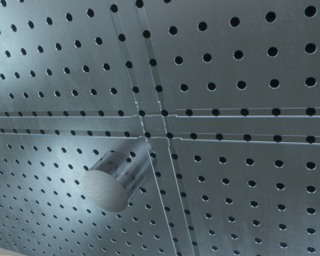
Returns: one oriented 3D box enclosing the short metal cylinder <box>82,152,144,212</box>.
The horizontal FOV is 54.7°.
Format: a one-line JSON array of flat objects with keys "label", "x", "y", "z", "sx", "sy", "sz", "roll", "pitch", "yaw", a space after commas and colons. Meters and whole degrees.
[{"label": "short metal cylinder", "x": -0.073, "y": 0.084, "z": 0.484, "sx": 0.080, "sy": 0.050, "sz": 0.079, "roll": 13, "pitch": 124, "yaw": 20}]
